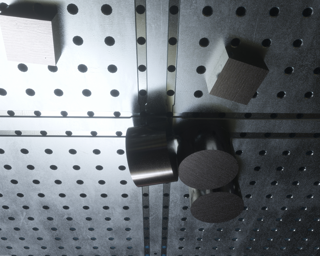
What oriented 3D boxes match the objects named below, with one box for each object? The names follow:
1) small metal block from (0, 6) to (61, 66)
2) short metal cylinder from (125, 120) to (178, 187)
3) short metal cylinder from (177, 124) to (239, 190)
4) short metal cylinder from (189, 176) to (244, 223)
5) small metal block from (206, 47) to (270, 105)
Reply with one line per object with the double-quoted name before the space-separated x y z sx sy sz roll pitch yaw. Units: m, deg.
"small metal block" -0.135 -0.097 0.328 0.050 0.025 0.050 6 130 -5
"short metal cylinder" -0.008 0.034 0.404 0.050 0.080 0.080 -10 130 9
"short metal cylinder" 0.064 0.041 0.430 0.081 0.050 0.079 -1 130 0
"short metal cylinder" 0.086 0.105 0.485 0.081 0.050 0.079 0 130 0
"small metal block" 0.089 -0.059 0.362 0.050 0.025 0.050 15 129 -13
